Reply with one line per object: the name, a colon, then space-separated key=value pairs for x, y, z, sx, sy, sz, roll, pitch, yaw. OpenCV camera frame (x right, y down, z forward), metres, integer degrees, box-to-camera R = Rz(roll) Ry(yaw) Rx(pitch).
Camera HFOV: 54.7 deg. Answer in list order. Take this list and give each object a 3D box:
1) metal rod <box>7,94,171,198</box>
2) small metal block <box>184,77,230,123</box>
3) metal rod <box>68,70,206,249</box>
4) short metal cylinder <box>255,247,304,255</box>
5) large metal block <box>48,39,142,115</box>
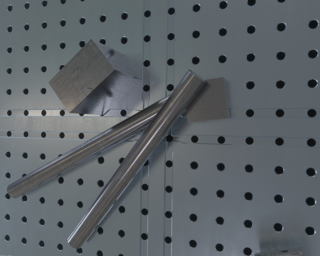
metal rod: x=-0.107 y=0.033 z=0.450 sx=0.300 sy=0.025 sz=0.025 roll=-28 pitch=81 yaw=17
small metal block: x=0.059 y=-0.034 z=0.392 sx=0.050 sy=0.025 sz=0.050 roll=-7 pitch=88 yaw=19
metal rod: x=-0.040 y=0.053 z=0.412 sx=0.025 sy=0.025 sz=0.299 roll=41 pitch=108 yaw=15
short metal cylinder: x=0.139 y=0.174 z=0.334 sx=0.050 sy=0.080 sz=0.080 roll=-17 pitch=85 yaw=19
large metal block: x=-0.083 y=-0.063 z=0.413 sx=0.080 sy=0.080 sz=0.050 roll=-40 pitch=78 yaw=15
